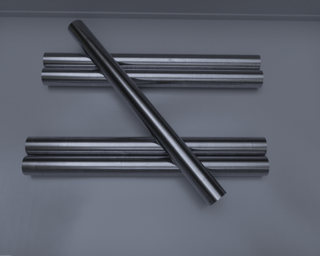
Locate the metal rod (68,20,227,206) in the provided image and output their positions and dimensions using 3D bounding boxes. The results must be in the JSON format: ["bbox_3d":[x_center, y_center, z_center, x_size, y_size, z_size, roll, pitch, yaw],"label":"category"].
[{"bbox_3d":[-0.026,-0.030,0.393,0.025,0.025,0.300,-36,74,-12],"label":"metal rod"}]

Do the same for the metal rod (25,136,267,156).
[{"bbox_3d":[-0.017,0.024,0.399,0.302,0.025,0.025,0,70,0],"label":"metal rod"}]

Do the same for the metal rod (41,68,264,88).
[{"bbox_3d":[-0.010,-0.070,0.433,0.302,0.025,0.025,1,70,0],"label":"metal rod"}]

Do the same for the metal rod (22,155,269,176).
[{"bbox_3d":[-0.017,0.047,0.390,0.302,0.025,0.025,0,70,0],"label":"metal rod"}]

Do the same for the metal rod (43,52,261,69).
[{"bbox_3d":[-0.011,-0.093,0.441,0.302,0.025,0.025,1,70,0],"label":"metal rod"}]
